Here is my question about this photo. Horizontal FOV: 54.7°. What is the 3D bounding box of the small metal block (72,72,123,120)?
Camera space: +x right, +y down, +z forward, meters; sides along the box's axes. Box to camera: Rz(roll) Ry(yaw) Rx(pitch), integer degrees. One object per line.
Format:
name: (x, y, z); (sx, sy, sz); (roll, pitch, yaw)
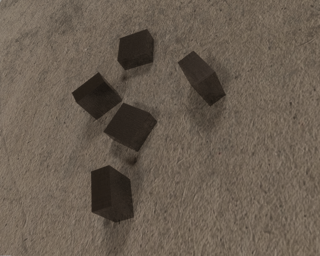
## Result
small metal block: (-0.093, -0.047, 0.464); (0.050, 0.050, 0.025); (-37, 51, 3)

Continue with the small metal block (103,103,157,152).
small metal block: (-0.041, -0.002, 0.425); (0.050, 0.025, 0.050); (22, 73, 35)

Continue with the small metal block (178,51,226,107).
small metal block: (0.054, -0.063, 0.397); (0.025, 0.050, 0.050); (-37, 51, 3)

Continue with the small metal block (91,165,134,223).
small metal block: (-0.056, 0.079, 0.367); (0.025, 0.050, 0.050); (-21, 54, 16)

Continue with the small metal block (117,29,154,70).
small metal block: (-0.039, -0.126, 0.500); (0.050, 0.025, 0.050); (-12, 57, 21)
